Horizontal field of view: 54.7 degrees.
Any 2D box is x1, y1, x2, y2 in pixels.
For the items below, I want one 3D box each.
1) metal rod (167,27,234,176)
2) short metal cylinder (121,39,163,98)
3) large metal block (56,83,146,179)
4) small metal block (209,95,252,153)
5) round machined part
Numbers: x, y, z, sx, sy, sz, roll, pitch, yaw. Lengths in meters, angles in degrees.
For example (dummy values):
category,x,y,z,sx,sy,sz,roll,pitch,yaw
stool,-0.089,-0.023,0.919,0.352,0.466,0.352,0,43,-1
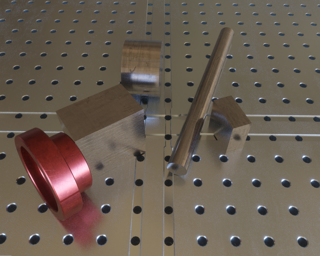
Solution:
category,x,y,z,sx,sy,sz,roll,pitch,yaw
metal rod,0.070,-0.059,0.458,0.025,0.025,0.301,15,51,12
short metal cylinder,-0.024,-0.085,0.443,0.050,0.080,0.080,4,50,3
large metal block,-0.065,0.006,0.366,0.081,0.080,0.050,-27,56,-21
small metal block,0.088,-0.005,0.396,0.025,0.050,0.050,-16,52,-13
round machined part,-0.107,0.043,0.323,0.042,0.097,0.098,-30,56,-32
